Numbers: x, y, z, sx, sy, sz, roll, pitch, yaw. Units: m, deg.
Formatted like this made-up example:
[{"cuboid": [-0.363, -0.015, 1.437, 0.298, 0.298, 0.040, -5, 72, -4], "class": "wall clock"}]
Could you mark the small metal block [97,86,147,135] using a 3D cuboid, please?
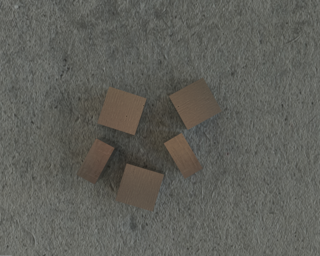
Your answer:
[{"cuboid": [-0.049, -0.022, 0.409, 0.050, 0.025, 0.050, 18, 90, 0], "class": "small metal block"}]

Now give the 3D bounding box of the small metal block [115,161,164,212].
[{"cuboid": [-0.026, 0.076, 0.410, 0.050, 0.025, 0.050, 17, 90, 0], "class": "small metal block"}]

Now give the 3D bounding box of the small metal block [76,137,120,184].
[{"cuboid": [-0.077, 0.040, 0.397, 0.025, 0.050, 0.050, 29, 90, 0], "class": "small metal block"}]

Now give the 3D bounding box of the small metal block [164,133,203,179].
[{"cuboid": [0.028, 0.033, 0.398, 0.025, 0.050, 0.050, -31, 90, 0], "class": "small metal block"}]

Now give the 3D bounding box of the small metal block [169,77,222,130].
[{"cuboid": [0.046, -0.031, 0.410, 0.050, 0.025, 0.050, -29, 90, 0], "class": "small metal block"}]
